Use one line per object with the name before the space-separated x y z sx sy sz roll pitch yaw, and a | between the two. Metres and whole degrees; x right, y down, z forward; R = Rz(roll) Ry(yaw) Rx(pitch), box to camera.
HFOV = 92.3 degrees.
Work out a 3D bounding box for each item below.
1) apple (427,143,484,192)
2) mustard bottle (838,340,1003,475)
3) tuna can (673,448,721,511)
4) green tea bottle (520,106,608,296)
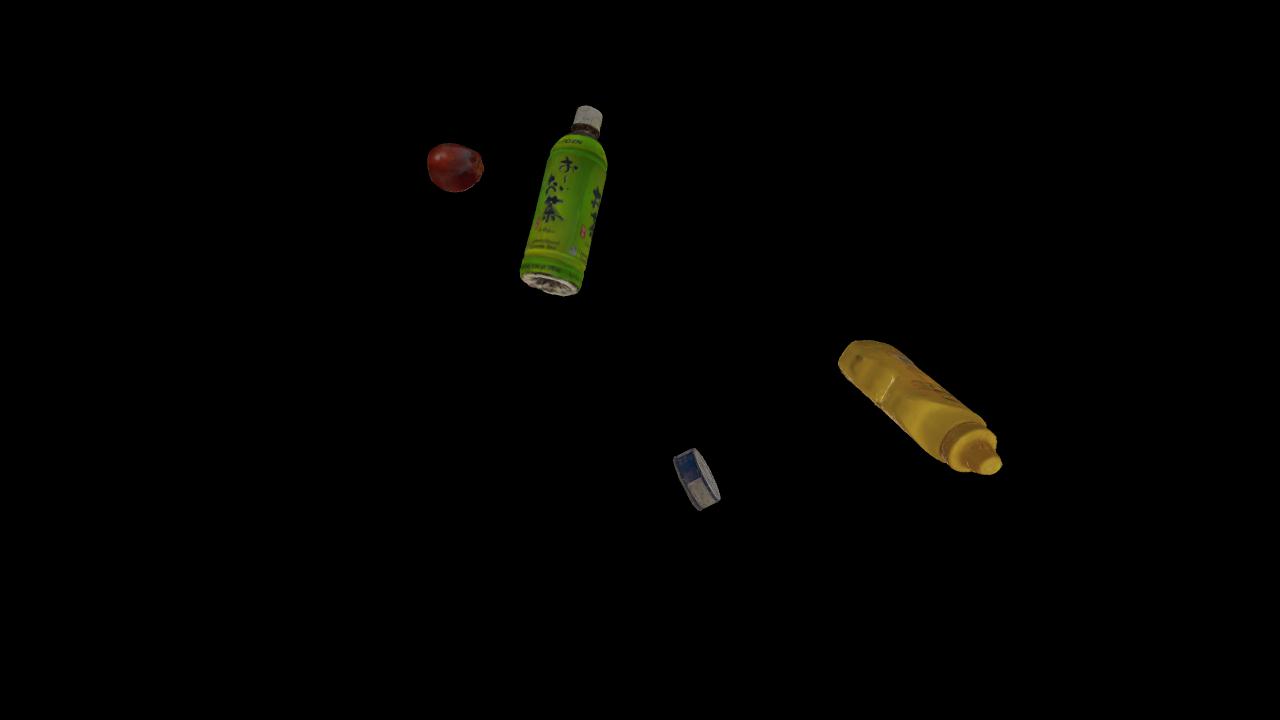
apple | -0.307 -0.319 1.018 0.093 0.079 0.079 3 1 13
mustard bottle | 0.257 0.044 0.555 0.092 0.054 0.184 28 17 -21
tuna can | 0.081 0.168 0.871 0.034 0.084 0.084 -28 -5 9
green tea bottle | -0.079 -0.181 0.685 0.073 0.212 0.073 9 -11 2
